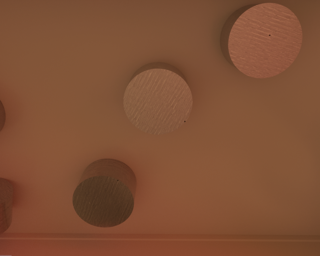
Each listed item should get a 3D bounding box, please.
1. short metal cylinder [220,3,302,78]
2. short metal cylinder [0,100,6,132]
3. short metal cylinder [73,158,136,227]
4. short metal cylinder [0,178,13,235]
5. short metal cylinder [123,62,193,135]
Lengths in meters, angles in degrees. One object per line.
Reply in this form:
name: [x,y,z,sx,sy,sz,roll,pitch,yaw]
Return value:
short metal cylinder: [0.115,-0.102,0.361,0.081,0.050,0.079,0,110,0]
short metal cylinder: [-0.248,-0.013,0.391,0.081,0.050,0.079,0,110,0]
short metal cylinder: [-0.074,0.089,0.430,0.081,0.050,0.079,0,110,0]
short metal cylinder: [-0.244,0.107,0.419,0.081,0.080,0.050,10,110,-4]
short metal cylinder: [-0.002,-0.038,0.384,0.081,0.050,0.079,0,110,0]
